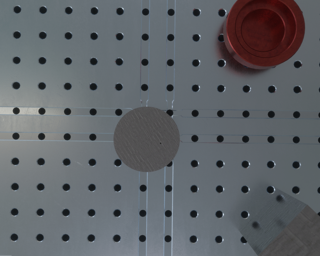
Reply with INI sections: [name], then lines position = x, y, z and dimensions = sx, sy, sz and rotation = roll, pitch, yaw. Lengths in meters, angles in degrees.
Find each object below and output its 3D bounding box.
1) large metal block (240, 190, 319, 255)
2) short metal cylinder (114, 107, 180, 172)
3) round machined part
[large metal block]
position = 0.156, 0.132, 0.387
dimensions = 0.050, 0.080, 0.080
rotation = 44, 90, 0
[short metal cylinder]
position = -0.016, 0.014, 0.401
dimensions = 0.081, 0.050, 0.079
rotation = 0, 90, 0
[round machined part]
position = 0.132, -0.125, 0.406
dimensions = 0.099, 0.042, 0.097
rotation = 0, 90, 0
